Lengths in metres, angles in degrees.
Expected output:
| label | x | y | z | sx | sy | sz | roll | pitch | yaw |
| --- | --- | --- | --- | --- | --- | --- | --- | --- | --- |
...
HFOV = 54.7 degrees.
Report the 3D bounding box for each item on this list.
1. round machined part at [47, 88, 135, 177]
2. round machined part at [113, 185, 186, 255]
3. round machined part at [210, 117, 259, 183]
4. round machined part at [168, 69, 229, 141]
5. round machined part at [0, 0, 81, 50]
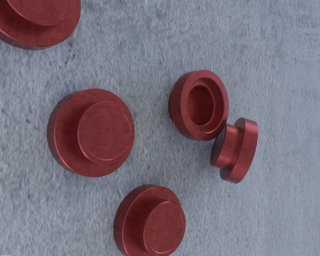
| label | x | y | z | sx | sy | sz | roll | pitch | yaw |
| --- | --- | --- | --- | --- | --- | --- | --- | --- | --- |
| round machined part | -0.067 | 0.005 | 0.339 | 0.099 | 0.042 | 0.097 | 0 | 90 | -40 |
| round machined part | -0.006 | 0.123 | 0.391 | 0.099 | 0.042 | 0.097 | 0 | 90 | -40 |
| round machined part | 0.106 | 0.030 | 0.462 | 0.042 | 0.098 | 0.098 | 18 | 76 | 0 |
| round machined part | 0.050 | -0.031 | 0.438 | 0.099 | 0.042 | 0.097 | 0 | 90 | -40 |
| round machined part | -0.120 | -0.127 | 0.294 | 0.099 | 0.042 | 0.097 | 0 | 90 | -40 |
